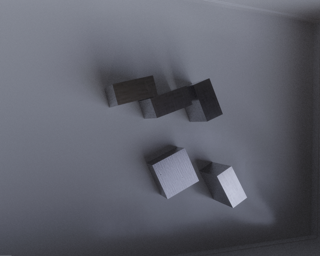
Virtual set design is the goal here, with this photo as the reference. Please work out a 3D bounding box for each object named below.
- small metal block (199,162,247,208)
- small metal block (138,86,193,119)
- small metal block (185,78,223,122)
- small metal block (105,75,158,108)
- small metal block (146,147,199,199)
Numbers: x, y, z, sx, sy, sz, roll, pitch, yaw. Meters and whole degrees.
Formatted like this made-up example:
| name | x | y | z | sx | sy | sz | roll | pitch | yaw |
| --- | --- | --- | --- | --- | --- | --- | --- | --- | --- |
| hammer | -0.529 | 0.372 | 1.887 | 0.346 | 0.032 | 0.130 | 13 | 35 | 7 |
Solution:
| name | x | y | z | sx | sy | sz | roll | pitch | yaw |
| --- | --- | --- | --- | --- | --- | --- | --- | --- | --- |
| small metal block | 0.087 | 0.078 | 0.431 | 0.025 | 0.050 | 0.050 | -31 | 101 | -18 |
| small metal block | 0.006 | -0.032 | 0.400 | 0.050 | 0.050 | 0.025 | -21 | 98 | -19 |
| small metal block | 0.053 | -0.036 | 0.418 | 0.025 | 0.050 | 0.050 | -25 | 99 | -19 |
| small metal block | -0.037 | -0.044 | 0.384 | 0.050 | 0.050 | 0.025 | -16 | 96 | -20 |
| small metal block | 0.017 | 0.059 | 0.418 | 0.050 | 0.025 | 0.050 | -27 | 99 | -18 |
